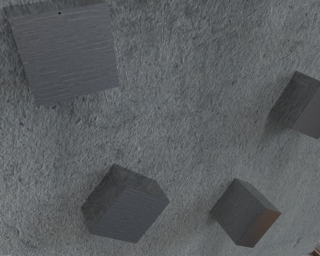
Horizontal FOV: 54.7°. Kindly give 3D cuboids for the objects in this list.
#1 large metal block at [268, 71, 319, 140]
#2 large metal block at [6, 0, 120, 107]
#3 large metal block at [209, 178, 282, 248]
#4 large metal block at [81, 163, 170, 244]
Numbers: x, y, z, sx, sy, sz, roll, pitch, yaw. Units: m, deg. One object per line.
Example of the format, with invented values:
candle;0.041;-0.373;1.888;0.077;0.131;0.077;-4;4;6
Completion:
large metal block;0.237;-0.035;0.498;0.081;0.050;0.080;16;110;-35
large metal block;-0.090;-0.076;0.295;0.081;0.050;0.079;-17;125;-19
large metal block;0.148;0.148;0.543;0.050;0.080;0.080;25;105;-37
large metal block;-0.048;0.107;0.430;0.080;0.050;0.080;30;102;-38
